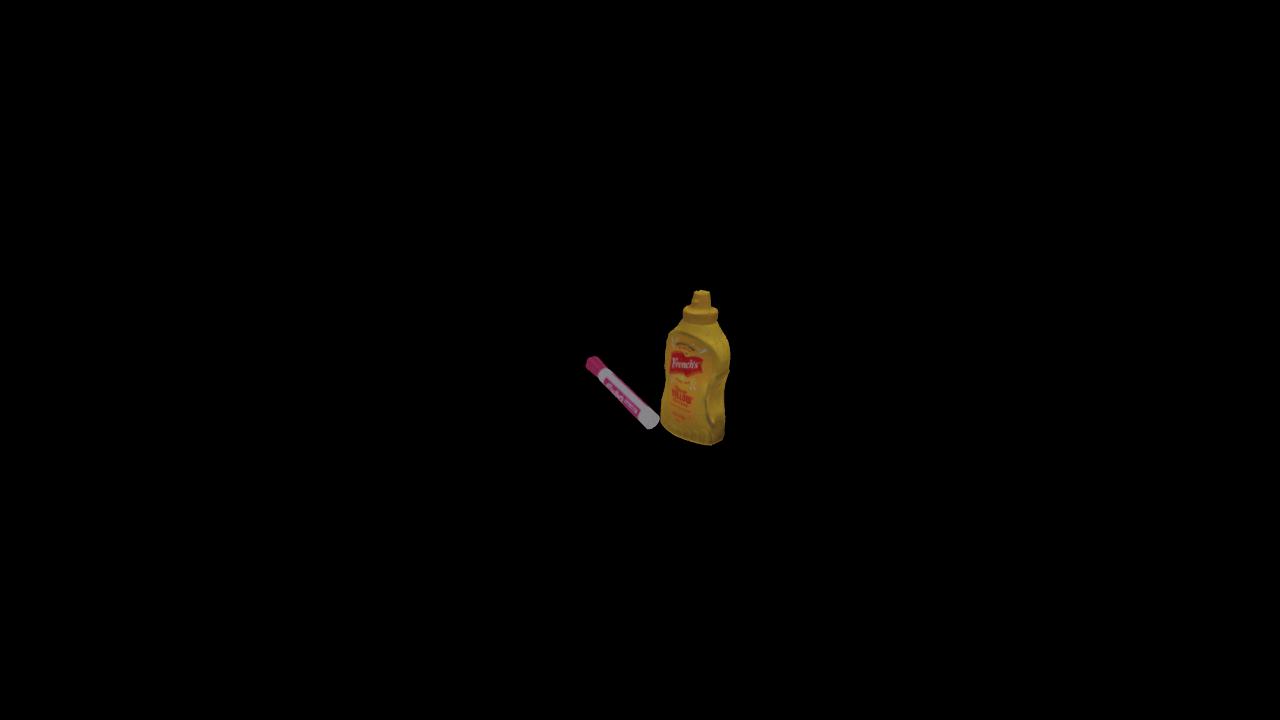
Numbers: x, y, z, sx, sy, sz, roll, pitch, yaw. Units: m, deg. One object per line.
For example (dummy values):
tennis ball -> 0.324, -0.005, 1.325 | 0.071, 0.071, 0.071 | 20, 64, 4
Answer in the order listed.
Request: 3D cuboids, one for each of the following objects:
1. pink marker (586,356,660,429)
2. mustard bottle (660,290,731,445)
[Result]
pink marker -> -0.022, 0.032, 0.673 | 0.020, 0.020, 0.121 | 0, 33, -45
mustard bottle -> 0.069, 0.005, 0.750 | 0.054, 0.184, 0.092 | -11, 24, -36
